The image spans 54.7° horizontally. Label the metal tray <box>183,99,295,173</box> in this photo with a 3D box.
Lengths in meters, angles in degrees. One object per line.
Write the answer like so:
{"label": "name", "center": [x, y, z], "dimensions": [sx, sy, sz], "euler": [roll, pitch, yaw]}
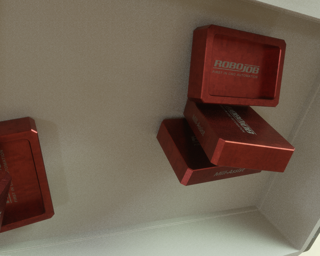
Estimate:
{"label": "metal tray", "center": [0.089, 0.002, 0.379], "dimensions": [0.091, 0.130, 0.030], "euler": [8, 115, -15]}

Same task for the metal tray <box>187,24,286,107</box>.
{"label": "metal tray", "center": [0.101, -0.075, 0.397], "dimensions": [0.131, 0.030, 0.089], "euler": [1, 99, -29]}

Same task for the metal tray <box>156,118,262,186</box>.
{"label": "metal tray", "center": [0.072, 0.025, 0.420], "dimensions": [0.131, 0.090, 0.030], "euler": [-5, 135, -27]}

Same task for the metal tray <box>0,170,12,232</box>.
{"label": "metal tray", "center": [-0.207, 0.086, 0.305], "dimensions": [0.091, 0.030, 0.129], "euler": [20, 120, -10]}

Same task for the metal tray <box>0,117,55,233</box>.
{"label": "metal tray", "center": [-0.175, 0.058, 0.345], "dimensions": [0.091, 0.030, 0.129], "euler": [-12, 124, -22]}
